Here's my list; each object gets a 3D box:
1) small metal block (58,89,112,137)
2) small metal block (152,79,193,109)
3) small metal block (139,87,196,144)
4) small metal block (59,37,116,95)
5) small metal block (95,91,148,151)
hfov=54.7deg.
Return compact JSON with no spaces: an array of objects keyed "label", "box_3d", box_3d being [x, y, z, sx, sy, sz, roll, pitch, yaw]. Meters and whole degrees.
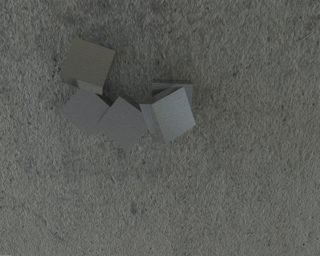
[{"label":"small metal block","box_3d":[-0.092,-0.025,0.400,0.050,0.025,0.050,-43,105,14]},{"label":"small metal block","box_3d":[0.015,-0.035,0.398,0.050,0.025,0.050,2,110,-1]},{"label":"small metal block","box_3d":[0.010,-0.016,0.365,0.050,0.025,0.050,-32,113,-31]},{"label":"small metal block","box_3d":[-0.085,-0.073,0.370,0.050,0.025,0.050,18,72,-7]},{"label":"small metal block","box_3d":[-0.043,-0.008,0.379,0.050,0.025,0.050,36,106,-13]}]
